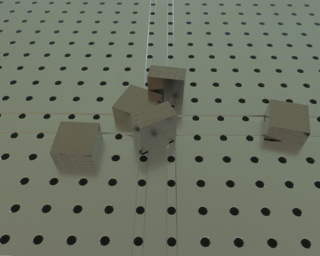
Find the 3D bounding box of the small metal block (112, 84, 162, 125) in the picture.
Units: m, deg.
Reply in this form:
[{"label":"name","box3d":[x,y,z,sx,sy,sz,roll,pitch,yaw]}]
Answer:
[{"label":"small metal block","box3d":[-0.031,-0.029,0.432,0.050,0.025,0.050,21,53,16]}]

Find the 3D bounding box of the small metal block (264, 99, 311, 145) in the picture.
[{"label":"small metal block","box3d":[0.170,-0.009,0.416,0.050,0.025,0.050,11,51,9]}]

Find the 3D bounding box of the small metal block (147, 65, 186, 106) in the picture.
[{"label":"small metal block","box3d":[0.010,-0.060,0.442,0.050,0.050,0.025,7,50,6]}]

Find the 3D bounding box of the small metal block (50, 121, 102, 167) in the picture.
[{"label":"small metal block","box3d":[-0.104,0.020,0.391,0.050,0.025,0.050,3,50,2]}]

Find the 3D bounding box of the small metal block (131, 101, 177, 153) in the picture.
[{"label":"small metal block","box3d":[-0.007,-0.001,0.392,0.050,0.050,0.025,-22,54,-17]}]
